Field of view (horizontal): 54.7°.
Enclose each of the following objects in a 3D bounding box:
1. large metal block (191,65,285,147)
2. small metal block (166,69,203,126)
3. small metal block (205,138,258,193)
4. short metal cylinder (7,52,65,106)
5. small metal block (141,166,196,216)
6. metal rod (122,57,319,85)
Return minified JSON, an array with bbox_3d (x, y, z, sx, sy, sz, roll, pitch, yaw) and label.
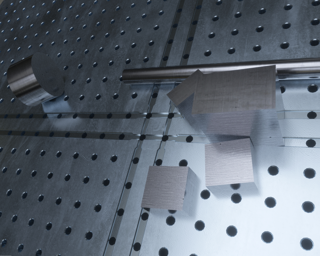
[{"bbox_3d":[0.089,-0.019,0.337,0.080,0.080,0.050,-3,61,26],"label":"large metal block"},{"bbox_3d":[0.044,-0.037,0.391,0.050,0.050,0.025,-39,51,2],"label":"small metal block"},{"bbox_3d":[0.078,0.042,0.341,0.050,0.025,0.050,-10,57,22],"label":"small metal block"},{"bbox_3d":[-0.211,-0.083,0.532,0.050,0.080,0.080,-20,54,16],"label":"short metal cylinder"},{"bbox_3d":[0.010,0.072,0.358,0.050,0.025,0.050,-2,61,26],"label":"small metal block"},{"bbox_3d":[0.080,-0.074,0.410,0.300,0.025,0.025,3,63,29],"label":"metal rod"}]
